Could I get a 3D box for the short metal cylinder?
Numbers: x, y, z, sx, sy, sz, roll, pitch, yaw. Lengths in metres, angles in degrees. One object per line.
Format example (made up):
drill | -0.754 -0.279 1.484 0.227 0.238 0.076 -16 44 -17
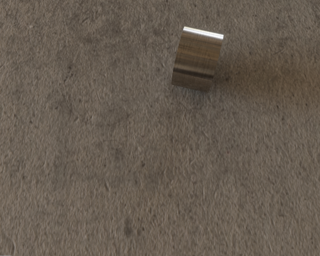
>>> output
short metal cylinder | 0.049 -0.091 0.413 0.050 0.080 0.080 14 71 5
